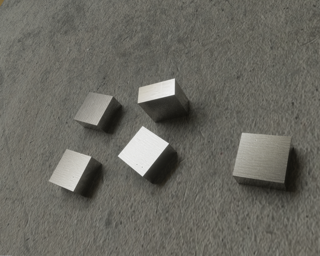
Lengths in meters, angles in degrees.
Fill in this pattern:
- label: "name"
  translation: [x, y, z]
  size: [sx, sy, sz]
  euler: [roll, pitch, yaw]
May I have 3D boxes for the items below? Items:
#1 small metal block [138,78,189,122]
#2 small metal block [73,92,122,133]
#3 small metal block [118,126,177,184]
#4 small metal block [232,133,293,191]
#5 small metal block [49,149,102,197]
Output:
- label: "small metal block"
  translation: [0.006, -0.035, 0.406]
  size: [0.050, 0.050, 0.025]
  euler: [-11, 57, 22]
- label: "small metal block"
  translation: [-0.094, -0.024, 0.468]
  size: [0.050, 0.025, 0.050]
  euler: [13, 68, 33]
- label: "small metal block"
  translation: [-0.016, 0.033, 0.392]
  size: [0.050, 0.025, 0.050]
  euler: [33, 80, 38]
- label: "small metal block"
  translation: [0.109, 0.035, 0.325]
  size: [0.050, 0.025, 0.050]
  euler: [5, 64, 30]
- label: "small metal block"
  translation: [-0.117, 0.061, 0.427]
  size: [0.050, 0.025, 0.050]
  euler: [12, 68, 33]
